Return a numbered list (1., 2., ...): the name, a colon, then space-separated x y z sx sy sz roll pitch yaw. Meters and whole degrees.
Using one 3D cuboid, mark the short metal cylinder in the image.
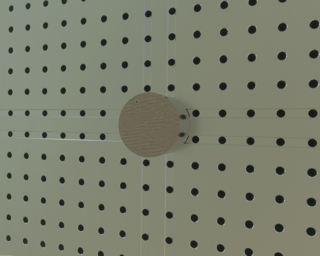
1. short metal cylinder: -0.006 -0.004 0.402 0.080 0.050 0.080 0 90 20
